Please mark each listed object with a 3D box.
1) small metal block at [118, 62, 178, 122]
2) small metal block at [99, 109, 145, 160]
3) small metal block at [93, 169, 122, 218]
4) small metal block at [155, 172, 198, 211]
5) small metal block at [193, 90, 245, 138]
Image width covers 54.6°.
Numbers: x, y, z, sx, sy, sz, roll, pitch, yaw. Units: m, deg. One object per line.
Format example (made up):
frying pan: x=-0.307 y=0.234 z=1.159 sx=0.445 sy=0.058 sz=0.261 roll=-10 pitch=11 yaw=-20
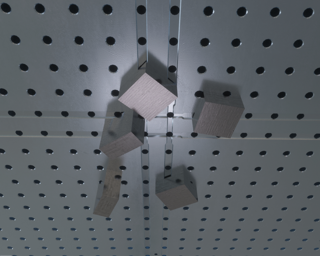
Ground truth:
small metal block: x=-0.014 y=-0.043 z=0.375 sx=0.050 sy=0.025 sz=0.050 roll=35 pitch=122 yaw=-26
small metal block: x=-0.048 y=0.007 z=0.400 sx=0.050 sy=0.050 sz=0.025 roll=-27 pitch=125 yaw=21
small metal block: x=-0.081 y=0.101 z=0.481 sx=0.025 sy=0.050 sz=0.050 roll=18 pitch=128 yaw=-15
small metal block: x=0.027 y=0.103 z=0.499 sx=0.050 sy=0.025 sz=0.050 roll=-23 pitch=127 yaw=18
small metal block: x=0.073 y=-0.017 z=0.398 sx=0.050 sy=0.025 sz=0.050 roll=9 pitch=130 yaw=-8
